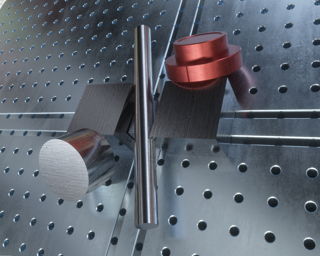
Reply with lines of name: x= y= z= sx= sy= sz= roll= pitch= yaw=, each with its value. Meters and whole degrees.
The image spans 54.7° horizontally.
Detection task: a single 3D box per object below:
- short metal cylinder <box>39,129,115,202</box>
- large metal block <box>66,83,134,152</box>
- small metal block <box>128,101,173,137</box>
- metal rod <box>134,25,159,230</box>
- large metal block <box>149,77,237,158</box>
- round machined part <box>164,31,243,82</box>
short metal cylinder: x=-0.105 y=0.045 z=0.392 sx=0.080 sy=0.050 sz=0.079 roll=9 pitch=109 yaw=27
large metal block: x=-0.073 y=-0.016 z=0.441 sx=0.080 sy=0.050 sz=0.080 roll=2 pitch=63 yaw=29
small metal block: x=-0.009 y=-0.009 z=0.419 sx=0.050 sy=0.025 sz=0.050 roll=1 pitch=62 yaw=28
metal rod: x=-0.020 y=-0.024 z=0.400 sx=0.025 sy=0.025 sz=0.299 roll=-16 pitch=55 yaw=19
large metal block: x=0.043 y=-0.012 z=0.378 sx=0.080 sy=0.050 sz=0.080 roll=1 pitch=62 yaw=28
round machined part: x=0.053 y=-0.095 z=0.396 sx=0.098 sy=0.042 sz=0.098 roll=-11 pitch=24 yaw=5
